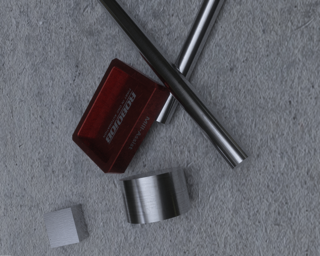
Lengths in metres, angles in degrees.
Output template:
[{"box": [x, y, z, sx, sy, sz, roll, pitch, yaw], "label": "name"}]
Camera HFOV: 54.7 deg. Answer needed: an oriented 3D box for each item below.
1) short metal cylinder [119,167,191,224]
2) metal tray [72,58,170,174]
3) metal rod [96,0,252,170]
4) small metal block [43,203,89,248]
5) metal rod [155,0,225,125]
[{"box": [-0.006, 0.081, 0.381, 0.080, 0.080, 0.050, -13, 86, 19], "label": "short metal cylinder"}, {"box": [-0.056, -0.016, 0.410, 0.090, 0.030, 0.129, 37, 102, 34], "label": "metal tray"}, {"box": [0.004, -0.075, 0.382, 0.025, 0.025, 0.300, -42, 68, 15], "label": "metal rod"}, {"box": [-0.138, 0.144, 0.456, 0.050, 0.025, 0.050, -18, 84, 18], "label": "small metal block"}, {"box": [0.060, -0.144, 0.387, 0.025, 0.025, 0.298, 27, 98, 17], "label": "metal rod"}]
